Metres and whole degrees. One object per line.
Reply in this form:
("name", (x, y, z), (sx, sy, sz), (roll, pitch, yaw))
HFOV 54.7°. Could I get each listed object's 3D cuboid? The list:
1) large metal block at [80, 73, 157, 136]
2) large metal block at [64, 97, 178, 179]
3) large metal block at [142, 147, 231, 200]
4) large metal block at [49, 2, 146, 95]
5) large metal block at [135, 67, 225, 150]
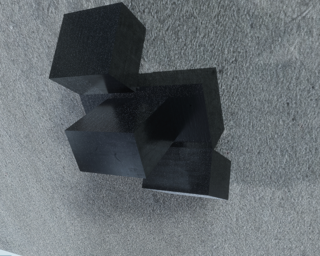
("large metal block", (-0.047, -0.022, 0.399), (0.080, 0.050, 0.079), (1, 119, 27))
("large metal block", (-0.037, 0.006, 0.331), (0.080, 0.080, 0.050), (1, 119, 27))
("large metal block", (0.036, 0.056, 0.380), (0.080, 0.080, 0.050), (1, 75, 27))
("large metal block", (-0.068, -0.085, 0.347), (0.080, 0.050, 0.080), (1, 75, 28))
("large metal block", (0.025, -0.022, 0.362), (0.080, 0.050, 0.079), (1, 119, 27))
